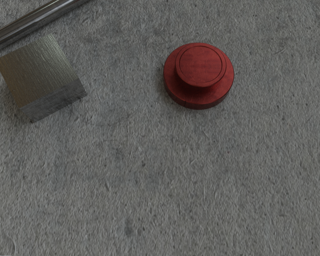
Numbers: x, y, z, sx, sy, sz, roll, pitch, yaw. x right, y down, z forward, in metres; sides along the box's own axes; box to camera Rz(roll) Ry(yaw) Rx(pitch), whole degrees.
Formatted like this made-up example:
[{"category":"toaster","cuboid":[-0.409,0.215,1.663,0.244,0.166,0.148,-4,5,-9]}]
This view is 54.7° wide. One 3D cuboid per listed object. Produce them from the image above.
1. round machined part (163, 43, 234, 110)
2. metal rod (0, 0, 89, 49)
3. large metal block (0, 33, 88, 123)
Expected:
[{"category":"round machined part","cuboid":[0.054,-0.078,0.428,0.099,0.042,0.098,0,70,-1]},{"category":"metal rod","cuboid":[-0.148,-0.190,0.475,0.301,0.025,0.025,-35,74,-12]},{"category":"large metal block","cuboid":[-0.158,-0.067,0.417,0.080,0.050,0.080,-30,73,-11]}]
